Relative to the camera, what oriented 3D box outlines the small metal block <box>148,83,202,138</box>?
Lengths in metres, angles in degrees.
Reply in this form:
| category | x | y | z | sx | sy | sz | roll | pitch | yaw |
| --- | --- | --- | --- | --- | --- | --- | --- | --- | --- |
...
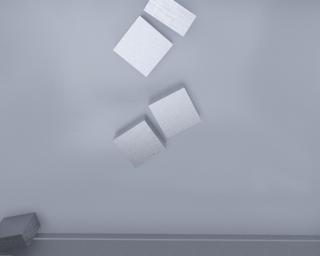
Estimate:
| category | x | y | z | sx | sy | sz | roll | pitch | yaw |
| --- | --- | --- | --- | --- | --- | --- | --- | --- | --- |
| small metal block | 0.019 | -0.023 | 0.403 | 0.050 | 0.025 | 0.050 | -27 | 108 | 9 |

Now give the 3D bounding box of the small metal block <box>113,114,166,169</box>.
| category | x | y | z | sx | sy | sz | roll | pitch | yaw |
| --- | --- | --- | --- | --- | --- | --- | --- | --- | --- |
| small metal block | -0.027 | 0.018 | 0.418 | 0.050 | 0.025 | 0.050 | -33 | 107 | 11 |

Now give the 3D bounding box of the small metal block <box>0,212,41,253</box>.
| category | x | y | z | sx | sy | sz | roll | pitch | yaw |
| --- | --- | --- | --- | --- | --- | --- | --- | --- | --- |
| small metal block | -0.212 | 0.153 | 0.452 | 0.050 | 0.050 | 0.025 | -11 | 110 | 4 |

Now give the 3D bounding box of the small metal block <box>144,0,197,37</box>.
| category | x | y | z | sx | sy | sz | roll | pitch | yaw |
| --- | --- | --- | --- | --- | --- | --- | --- | --- | --- |
| small metal block | 0.011 | -0.130 | 0.350 | 0.050 | 0.050 | 0.025 | 31 | 107 | -11 |

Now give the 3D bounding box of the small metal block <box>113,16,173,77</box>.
| category | x | y | z | sx | sy | sz | roll | pitch | yaw |
| --- | --- | --- | --- | --- | --- | --- | --- | --- | --- |
| small metal block | -0.020 | -0.099 | 0.375 | 0.050 | 0.025 | 0.050 | 38 | 106 | -13 |
